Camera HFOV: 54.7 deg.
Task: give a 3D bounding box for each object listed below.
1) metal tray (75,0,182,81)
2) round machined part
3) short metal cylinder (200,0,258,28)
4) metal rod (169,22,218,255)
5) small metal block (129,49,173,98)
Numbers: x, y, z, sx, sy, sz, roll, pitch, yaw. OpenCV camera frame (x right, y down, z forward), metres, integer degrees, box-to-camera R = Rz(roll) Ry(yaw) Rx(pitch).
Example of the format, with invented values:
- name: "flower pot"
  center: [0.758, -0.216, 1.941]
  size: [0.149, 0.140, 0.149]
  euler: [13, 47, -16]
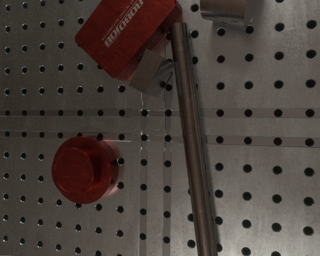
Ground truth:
- name: "metal tray"
  center: [-0.045, -0.142, 0.425]
  size: [0.090, 0.030, 0.130]
  euler: [45, 103, 14]
- name: "round machined part"
  center: [-0.114, 0.060, 0.442]
  size: [0.098, 0.042, 0.097]
  euler: [0, 90, 19]
- name: "short metal cylinder"
  center: [0.084, -0.161, 0.353]
  size: [0.050, 0.080, 0.080]
  euler: [19, 96, 19]
- name: "metal rod"
  center: [0.042, 0.015, 0.397]
  size: [0.025, 0.025, 0.298]
  euler: [-8, 87, 19]
- name: "small metal block"
  center: [-0.009, -0.069, 0.402]
  size: [0.025, 0.050, 0.050]
  euler: [30, 100, 17]
